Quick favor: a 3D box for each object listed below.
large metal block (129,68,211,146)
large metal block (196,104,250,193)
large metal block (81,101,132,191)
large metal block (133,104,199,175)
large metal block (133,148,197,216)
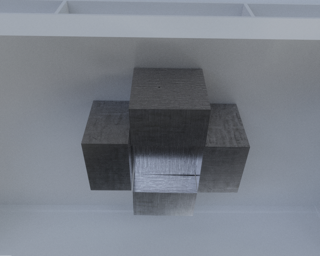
[{"bbox_3d":[0.009,-0.025,0.349,0.081,0.080,0.050,1,130,-1],"label":"large metal block"},{"bbox_3d":[0.073,0.025,0.394,0.050,0.080,0.079,1,130,-1],"label":"large metal block"},{"bbox_3d":[-0.060,0.021,0.389,0.050,0.080,0.079,1,130,-1],"label":"large metal block"},{"bbox_3d":[0.008,0.015,0.402,0.081,0.050,0.079,0,130,-1],"label":"large metal block"},{"bbox_3d":[0.005,0.074,0.434,0.081,0.080,0.050,1,130,-1],"label":"large metal block"}]
